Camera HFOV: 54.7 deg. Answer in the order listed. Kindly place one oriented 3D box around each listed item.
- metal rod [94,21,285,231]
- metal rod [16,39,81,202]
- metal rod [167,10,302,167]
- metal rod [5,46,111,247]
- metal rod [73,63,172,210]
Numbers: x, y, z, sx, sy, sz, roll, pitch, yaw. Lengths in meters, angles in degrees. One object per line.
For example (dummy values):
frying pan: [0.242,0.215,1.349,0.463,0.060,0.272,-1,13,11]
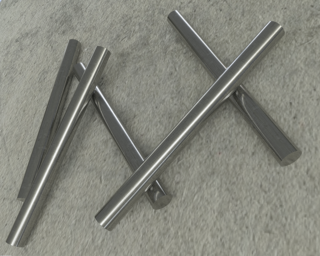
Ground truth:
metal rod: [0.038,-0.007,0.353,0.300,0.025,0.025,-48,52,-6]
metal rod: [-0.175,-0.028,0.510,0.025,0.025,0.299,-8,58,24]
metal rod: [0.078,-0.073,0.406,0.025,0.025,0.300,-33,52,6]
metal rod: [-0.139,0.017,0.443,0.025,0.025,0.299,12,74,33]
metal rod: [-0.068,-0.009,0.443,0.025,0.025,0.300,-39,51,2]
